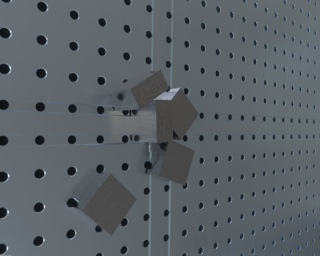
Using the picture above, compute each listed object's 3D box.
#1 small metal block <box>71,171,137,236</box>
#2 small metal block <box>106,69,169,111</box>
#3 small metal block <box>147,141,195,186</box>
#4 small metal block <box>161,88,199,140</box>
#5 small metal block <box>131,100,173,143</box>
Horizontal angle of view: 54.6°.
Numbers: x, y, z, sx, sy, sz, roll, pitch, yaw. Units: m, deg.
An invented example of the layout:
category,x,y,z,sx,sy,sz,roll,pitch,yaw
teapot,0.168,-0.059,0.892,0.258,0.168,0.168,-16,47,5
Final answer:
category,x,y,z,sx,sy,sz,roll,pitch,yaw
small metal block,-0.063,0.085,0.356,0.050,0.025,0.050,51,60,-28
small metal block,-0.027,-0.045,0.370,0.050,0.050,0.025,-39,114,-33
small metal block,0.015,0.046,0.421,0.050,0.025,0.050,27,73,-37
small metal block,0.020,-0.019,0.425,0.050,0.025,0.050,52,60,-28
small metal block,-0.011,-0.008,0.383,0.025,0.050,0.050,-3,92,-40
